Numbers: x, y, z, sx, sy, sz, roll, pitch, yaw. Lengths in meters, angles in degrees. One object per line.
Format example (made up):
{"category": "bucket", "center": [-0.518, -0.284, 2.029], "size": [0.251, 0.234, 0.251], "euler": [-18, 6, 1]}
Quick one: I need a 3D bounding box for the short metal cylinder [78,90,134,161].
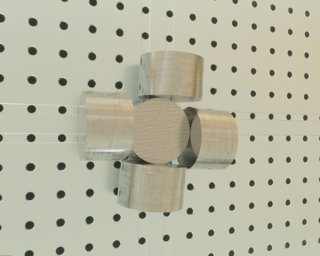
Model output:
{"category": "short metal cylinder", "center": [-0.065, -0.002, 0.359], "size": [0.050, 0.080, 0.080], "euler": [2, 90, -21]}

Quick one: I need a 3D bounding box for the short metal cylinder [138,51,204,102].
{"category": "short metal cylinder", "center": [0.014, -0.061, 0.388], "size": [0.081, 0.080, 0.050], "euler": [3, 89, -20]}

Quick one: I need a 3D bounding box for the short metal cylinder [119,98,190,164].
{"category": "short metal cylinder", "center": [-0.009, 0.004, 0.396], "size": [0.081, 0.050, 0.080], "euler": [0, 90, -21]}

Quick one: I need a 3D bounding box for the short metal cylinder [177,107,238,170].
{"category": "short metal cylinder", "center": [0.058, 0.014, 0.405], "size": [0.050, 0.080, 0.080], "euler": [4, 89, -20]}

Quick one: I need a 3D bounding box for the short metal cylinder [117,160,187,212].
{"category": "short metal cylinder", "center": [-0.010, 0.068, 0.378], "size": [0.081, 0.080, 0.050], "euler": [6, 88, -20]}
